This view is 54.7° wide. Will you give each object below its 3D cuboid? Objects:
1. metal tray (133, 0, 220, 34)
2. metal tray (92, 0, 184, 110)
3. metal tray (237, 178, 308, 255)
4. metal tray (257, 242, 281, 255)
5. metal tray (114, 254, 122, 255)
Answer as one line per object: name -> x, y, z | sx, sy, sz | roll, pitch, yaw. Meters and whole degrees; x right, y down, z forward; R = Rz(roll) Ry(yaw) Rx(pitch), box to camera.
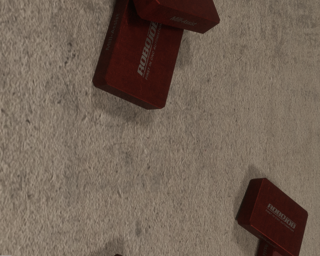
metal tray -> 0.016, -0.173, 0.388 | 0.131, 0.030, 0.090 | -7, 76, -48
metal tray -> -0.022, -0.097, 0.385 | 0.090, 0.030, 0.129 | 23, 76, -38
metal tray -> 0.204, 0.160, 0.552 | 0.130, 0.030, 0.090 | 38, 62, -18
metal tray -> 0.229, 0.233, 0.598 | 0.090, 0.030, 0.130 | 30, 71, -36
metal tray -> -0.077, 0.214, 0.339 | 0.131, 0.030, 0.089 | -23, 105, -38
